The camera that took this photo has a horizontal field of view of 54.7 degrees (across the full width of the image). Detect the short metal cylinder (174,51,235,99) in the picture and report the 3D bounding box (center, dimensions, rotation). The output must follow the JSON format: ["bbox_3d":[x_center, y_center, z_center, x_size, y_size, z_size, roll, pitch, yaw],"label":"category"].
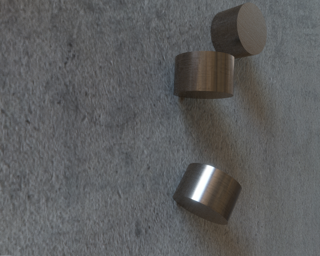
[{"bbox_3d":[0.060,-0.069,0.421,0.081,0.080,0.050,4,88,-40],"label":"short metal cylinder"}]

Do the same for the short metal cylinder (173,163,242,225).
[{"bbox_3d":[0.065,0.091,0.426,0.080,0.080,0.050,45,63,-31],"label":"short metal cylinder"}]

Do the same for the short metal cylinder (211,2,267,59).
[{"bbox_3d":[0.127,-0.153,0.498,0.081,0.050,0.079,0,90,-40],"label":"short metal cylinder"}]
